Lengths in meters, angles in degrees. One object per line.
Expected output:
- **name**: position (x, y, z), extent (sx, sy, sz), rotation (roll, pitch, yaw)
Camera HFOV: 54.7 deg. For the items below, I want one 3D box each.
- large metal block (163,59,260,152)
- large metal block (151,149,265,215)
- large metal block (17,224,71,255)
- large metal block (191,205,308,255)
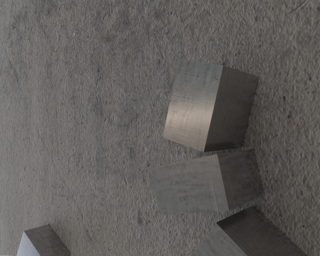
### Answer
- **large metal block**: position (0.055, -0.023, 0.324), extent (0.050, 0.081, 0.079), rotation (19, 102, 38)
- **large metal block**: position (0.051, 0.056, 0.327), extent (0.080, 0.081, 0.050), rotation (-17, 79, 39)
- **large metal block**: position (-0.217, 0.240, 0.568), extent (0.080, 0.050, 0.079), rotation (34, 111, 35)
- **large metal block**: position (0.089, 0.128, 0.295), extent (0.080, 0.081, 0.050), rotation (44, 116, 31)
